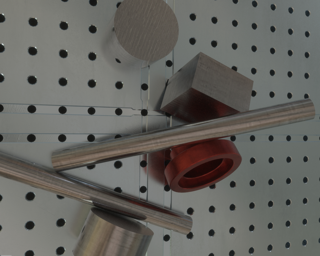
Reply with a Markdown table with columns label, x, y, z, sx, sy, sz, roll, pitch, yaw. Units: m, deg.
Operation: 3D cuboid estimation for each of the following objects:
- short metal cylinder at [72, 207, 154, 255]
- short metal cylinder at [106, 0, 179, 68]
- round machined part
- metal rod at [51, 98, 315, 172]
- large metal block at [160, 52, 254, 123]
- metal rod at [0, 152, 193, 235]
| label | x | y | z | sx | sy | sz | roll | pitch | yaw |
| --- | --- | --- | --- | --- | --- | --- | --- | --- | --- |
| short metal cylinder | -0.054 | 0.133 | 0.364 | 0.080 | 0.080 | 0.050 | 25 | 82 | -18 |
| short metal cylinder | -0.023 | -0.120 | 0.390 | 0.081 | 0.050 | 0.080 | 0 | 90 | -20 |
| round machined part | 0.052 | 0.042 | 0.403 | 0.099 | 0.097 | 0.042 | -10 | 57 | -20 |
| metal rod | 0.024 | 0.009 | 0.361 | 0.302 | 0.025 | 0.025 | -12 | 95 | 3 |
| large metal block | 0.059 | -0.042 | 0.399 | 0.080 | 0.080 | 0.050 | 24 | 66 | -19 |
| metal rod | -0.093 | 0.078 | 0.378 | 0.302 | 0.025 | 0.025 | 23 | 82 | -19 |
